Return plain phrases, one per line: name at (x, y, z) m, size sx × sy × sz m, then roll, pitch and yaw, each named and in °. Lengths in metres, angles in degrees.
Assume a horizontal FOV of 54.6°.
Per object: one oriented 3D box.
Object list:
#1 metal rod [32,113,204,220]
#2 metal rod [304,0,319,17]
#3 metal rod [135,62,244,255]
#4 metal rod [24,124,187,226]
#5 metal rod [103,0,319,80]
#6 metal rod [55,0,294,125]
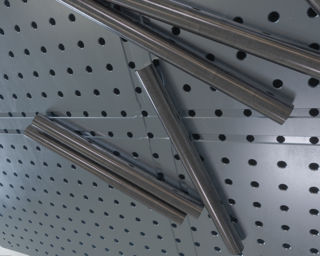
metal rod at (-0.070, 0.055, 0.483) m, size 0.301 × 0.025 × 0.025 m, roll 28°, pitch 128°, yaw 10°
metal rod at (0.129, -0.125, 0.265) m, size 0.300 × 0.025 × 0.025 m, roll 45°, pitch 129°, yaw -4°
metal rod at (0.047, 0.053, 0.419) m, size 0.025 × 0.025 × 0.299 m, roll -16°, pitch 110°, yaw 34°
metal rod at (-0.093, 0.072, 0.505) m, size 0.301 × 0.025 × 0.025 m, roll 27°, pitch 128°, yaw 11°
metal rod at (0.049, -0.106, 0.320) m, size 0.301 × 0.025 × 0.025 m, roll 24°, pitch 127°, yaw 13°
metal rod at (0.008, -0.089, 0.352) m, size 0.301 × 0.025 × 0.025 m, roll 30°, pitch 128°, yaw 8°
